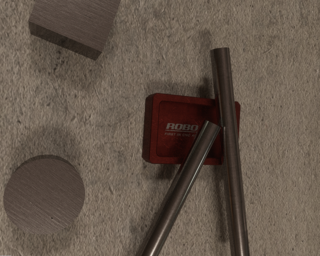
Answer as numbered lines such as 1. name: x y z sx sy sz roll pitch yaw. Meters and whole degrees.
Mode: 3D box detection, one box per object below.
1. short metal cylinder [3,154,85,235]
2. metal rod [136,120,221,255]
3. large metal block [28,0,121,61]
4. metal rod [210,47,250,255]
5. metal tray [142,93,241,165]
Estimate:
1. short metal cylinder: -0.129 0.072 0.349 0.081 0.050 0.079 0 90 -21
2. metal rod: 0.000 0.129 0.390 0.025 0.025 0.299 27 89 -19
3. large metal block: -0.096 -0.136 0.360 0.080 0.050 0.080 20 83 -19
4. metal rod: 0.095 0.045 0.413 0.025 0.025 0.298 -7 93 -20
5. metal tray: 0.045 0.004 0.424 0.131 0.030 0.089 4 89 -20
